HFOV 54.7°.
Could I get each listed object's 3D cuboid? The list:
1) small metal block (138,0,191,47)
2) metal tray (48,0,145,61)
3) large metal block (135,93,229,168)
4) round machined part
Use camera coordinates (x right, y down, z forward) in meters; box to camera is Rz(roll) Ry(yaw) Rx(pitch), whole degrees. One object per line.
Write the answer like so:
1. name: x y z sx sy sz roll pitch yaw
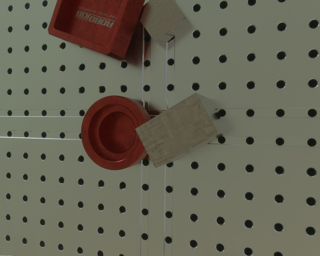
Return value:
1. small metal block: 0.004 -0.146 0.411 0.050 0.025 0.050 -36 79 16
2. metal tray: -0.092 -0.155 0.428 0.130 0.030 0.089 25 98 30
3. large metal block: 0.030 0.003 0.373 0.080 0.080 0.050 -30 80 17
4. round machined part: -0.054 0.006 0.422 0.098 0.042 0.097 0 90 20
